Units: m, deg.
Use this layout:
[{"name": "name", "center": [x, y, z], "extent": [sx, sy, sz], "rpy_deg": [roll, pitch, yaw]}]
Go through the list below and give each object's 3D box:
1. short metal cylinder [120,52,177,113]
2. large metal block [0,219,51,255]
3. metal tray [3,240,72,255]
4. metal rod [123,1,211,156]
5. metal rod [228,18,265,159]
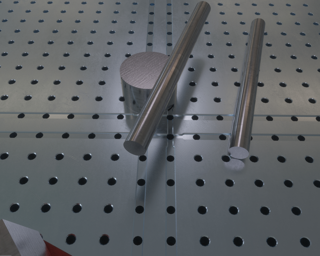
[{"name": "short metal cylinder", "center": [-0.015, -0.065, 0.446], "extent": [0.081, 0.050, 0.080], "rpy_deg": [0, 50, 0]}, {"name": "large metal block", "center": [-0.110, 0.124, 0.236], "extent": [0.050, 0.080, 0.080], "rpy_deg": [-33, 71, -16]}, {"name": "metal tray", "center": [-0.104, 0.156, 0.271], "extent": [0.130, 0.030, 0.090], "rpy_deg": [21, 53, 16]}, {"name": "metal rod", "center": [0.022, -0.087, 0.416], "extent": [0.025, 0.025, 0.301], "rpy_deg": [15, 51, 12]}, {"name": "metal rod", "center": [0.138, -0.080, 0.475], "extent": [0.025, 0.025, 0.300], "rpy_deg": [13, 51, 10]}]
